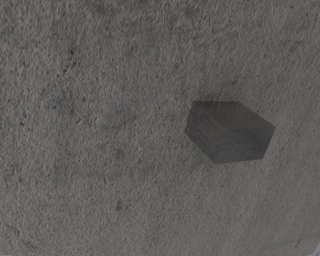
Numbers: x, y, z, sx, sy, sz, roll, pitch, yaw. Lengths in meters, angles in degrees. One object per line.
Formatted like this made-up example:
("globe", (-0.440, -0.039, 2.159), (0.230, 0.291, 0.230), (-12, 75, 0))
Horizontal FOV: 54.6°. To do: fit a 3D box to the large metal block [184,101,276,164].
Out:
("large metal block", (0.092, 0.003, 0.422), (0.081, 0.080, 0.050), (-2, 119, -27))
